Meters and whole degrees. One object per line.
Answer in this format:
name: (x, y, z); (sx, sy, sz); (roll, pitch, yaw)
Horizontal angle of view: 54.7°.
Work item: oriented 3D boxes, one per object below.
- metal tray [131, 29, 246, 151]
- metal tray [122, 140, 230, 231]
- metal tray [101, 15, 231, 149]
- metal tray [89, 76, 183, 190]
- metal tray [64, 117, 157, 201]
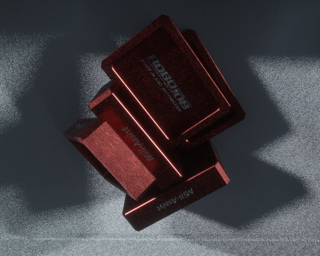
metal tray: (0.036, -0.046, 0.392); (0.090, 0.030, 0.130); (-32, 106, 12)
metal tray: (0.017, 0.068, 0.400); (0.130, 0.090, 0.030); (-31, 108, 10)
metal tray: (0.008, -0.050, 0.356); (0.090, 0.030, 0.130); (-35, 106, 12)
metal tray: (-0.024, 0.002, 0.374); (0.030, 0.090, 0.130); (-35, 107, 12)
metal tray: (-0.065, 0.032, 0.366); (0.030, 0.130, 0.090); (-44, 107, -17)
